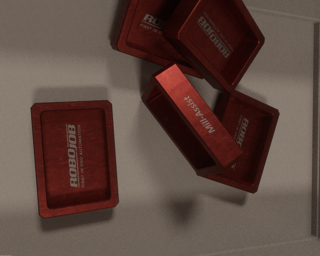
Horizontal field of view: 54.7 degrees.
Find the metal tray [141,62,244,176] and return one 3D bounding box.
[{"bbox_3d":[0.033,-0.005,0.373,0.030,0.090,0.130,-36,87,-16],"label":"metal tray"}]

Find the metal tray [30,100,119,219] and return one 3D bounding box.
[{"bbox_3d":[-0.101,0.034,0.371,0.091,0.030,0.129,-4,92,-20],"label":"metal tray"}]

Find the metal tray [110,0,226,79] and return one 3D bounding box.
[{"bbox_3d":[0.013,-0.123,0.392,0.131,0.030,0.089,13,102,-27],"label":"metal tray"}]

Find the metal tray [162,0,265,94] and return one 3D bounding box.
[{"bbox_3d":[0.071,-0.112,0.380,0.130,0.030,0.090,34,88,-44],"label":"metal tray"}]

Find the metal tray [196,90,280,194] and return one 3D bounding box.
[{"bbox_3d":[0.114,0.020,0.451,0.091,0.030,0.129,21,83,-19],"label":"metal tray"}]
